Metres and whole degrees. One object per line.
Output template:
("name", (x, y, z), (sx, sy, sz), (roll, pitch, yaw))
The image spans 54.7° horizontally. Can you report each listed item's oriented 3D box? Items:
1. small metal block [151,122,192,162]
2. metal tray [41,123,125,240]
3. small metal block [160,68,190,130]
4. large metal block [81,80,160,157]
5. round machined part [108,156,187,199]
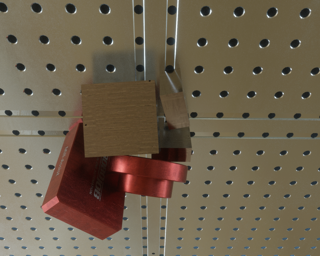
("small metal block", (0.014, 0.018, 0.411), (0.050, 0.050, 0.025), (1, 130, -1))
("metal tray", (-0.087, 0.064, 0.396), (0.030, 0.130, 0.090), (-36, 122, 27))
("small metal block", (0.017, -0.034, 0.366), (0.025, 0.050, 0.050), (-10, 130, 8))
("large metal block", (-0.043, -0.010, 0.360), (0.080, 0.050, 0.079), (-3, 89, 2))
("round machined part", (-0.017, 0.062, 0.386), (0.099, 0.042, 0.098), (9, 171, 2))
